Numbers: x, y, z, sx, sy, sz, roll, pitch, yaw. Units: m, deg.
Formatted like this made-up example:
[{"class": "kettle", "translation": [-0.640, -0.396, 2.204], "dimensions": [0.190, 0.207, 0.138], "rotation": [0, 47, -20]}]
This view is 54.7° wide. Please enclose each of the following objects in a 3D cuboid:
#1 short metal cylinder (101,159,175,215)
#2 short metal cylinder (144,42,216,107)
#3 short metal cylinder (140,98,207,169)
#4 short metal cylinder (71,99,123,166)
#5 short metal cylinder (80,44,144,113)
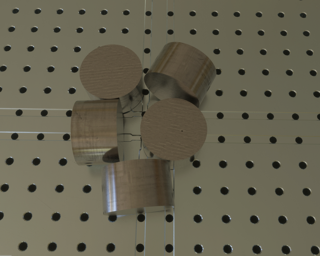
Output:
[{"class": "short metal cylinder", "translation": [-0.026, 0.070, 0.356], "dimensions": [0.081, 0.080, 0.050], "rotation": [-6, 71, -2]}, {"class": "short metal cylinder", "translation": [0.026, -0.066, 0.407], "dimensions": [0.080, 0.080, 0.050], "rotation": [27, 72, 9]}, {"class": "short metal cylinder", "translation": [0.016, 0.008, 0.395], "dimensions": [0.081, 0.050, 0.080], "rotation": [0, 70, -1]}, {"class": "short metal cylinder", "translation": [-0.074, 0.005, 0.381], "dimensions": [0.050, 0.080, 0.080], "rotation": [-2, 70, -1]}, {"class": "short metal cylinder", "translation": [-0.063, -0.065, 0.421], "dimensions": [0.080, 0.050, 0.080], "rotation": [0, 70, 1]}]
